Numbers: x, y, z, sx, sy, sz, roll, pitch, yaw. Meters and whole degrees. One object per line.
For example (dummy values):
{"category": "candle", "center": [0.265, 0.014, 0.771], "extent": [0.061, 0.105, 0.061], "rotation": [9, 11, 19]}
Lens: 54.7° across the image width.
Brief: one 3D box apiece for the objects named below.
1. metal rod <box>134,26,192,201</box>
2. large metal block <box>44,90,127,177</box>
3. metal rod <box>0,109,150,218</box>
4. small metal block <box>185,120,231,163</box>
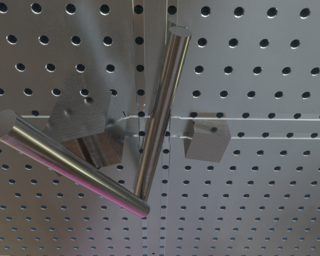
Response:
{"category": "metal rod", "center": [-0.006, 0.010, 0.420], "extent": [0.025, 0.025, 0.298], "rotation": [8, 130, -7]}
{"category": "large metal block", "center": [-0.091, 0.006, 0.379], "extent": [0.080, 0.080, 0.050], "rotation": [-13, 129, 10]}
{"category": "metal rod", "center": [-0.074, 0.063, 0.363], "extent": [0.025, 0.025, 0.300], "rotation": [-15, 149, 12]}
{"category": "small metal block", "center": [0.065, 0.019, 0.429], "extent": [0.050, 0.025, 0.050], "rotation": [8, 130, -7]}
